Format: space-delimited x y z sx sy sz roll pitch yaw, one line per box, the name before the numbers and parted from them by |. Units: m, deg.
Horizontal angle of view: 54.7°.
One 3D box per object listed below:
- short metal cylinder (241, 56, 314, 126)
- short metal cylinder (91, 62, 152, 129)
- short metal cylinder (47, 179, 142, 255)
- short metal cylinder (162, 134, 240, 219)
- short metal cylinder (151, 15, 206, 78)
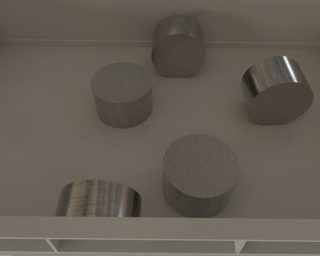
short metal cylinder | 0.153 -0.048 0.412 0.081 0.080 0.050 -2 50 -2
short metal cylinder | -0.051 -0.046 0.427 0.081 0.050 0.080 0 50 0
short metal cylinder | -0.059 0.091 0.293 0.081 0.080 0.050 1 50 0
short metal cylinder | 0.043 0.053 0.345 0.081 0.050 0.080 0 50 0
short metal cylinder | 0.028 -0.124 0.474 0.081 0.080 0.050 1 50 0
